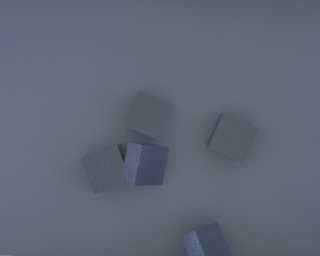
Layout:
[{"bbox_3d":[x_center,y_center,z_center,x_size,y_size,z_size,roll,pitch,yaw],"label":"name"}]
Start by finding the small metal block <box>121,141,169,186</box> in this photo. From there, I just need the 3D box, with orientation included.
[{"bbox_3d":[-0.018,0.046,0.397,0.025,0.050,0.050,11,90,43],"label":"small metal block"}]

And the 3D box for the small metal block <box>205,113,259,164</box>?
[{"bbox_3d":[0.095,0.013,0.412,0.050,0.025,0.050,24,90,0],"label":"small metal block"}]

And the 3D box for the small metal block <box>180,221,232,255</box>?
[{"bbox_3d":[0.060,0.151,0.390,0.025,0.050,0.050,-38,65,36],"label":"small metal block"}]

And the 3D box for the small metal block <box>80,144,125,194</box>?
[{"bbox_3d":[-0.070,0.054,0.411,0.050,0.025,0.050,-20,90,0],"label":"small metal block"}]

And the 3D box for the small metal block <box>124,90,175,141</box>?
[{"bbox_3d":[-0.014,-0.016,0.411,0.050,0.025,0.050,22,90,0],"label":"small metal block"}]
